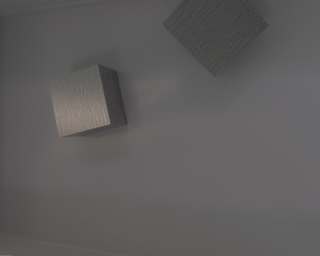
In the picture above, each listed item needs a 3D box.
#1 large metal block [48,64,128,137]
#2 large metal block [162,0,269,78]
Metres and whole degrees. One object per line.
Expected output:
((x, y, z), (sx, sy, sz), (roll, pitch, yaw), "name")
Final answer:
((-0.100, -0.035, 0.432), (0.080, 0.050, 0.080), (-14, 86, 19), "large metal block")
((0.061, -0.120, 0.357), (0.080, 0.050, 0.080), (41, 105, -18), "large metal block")
